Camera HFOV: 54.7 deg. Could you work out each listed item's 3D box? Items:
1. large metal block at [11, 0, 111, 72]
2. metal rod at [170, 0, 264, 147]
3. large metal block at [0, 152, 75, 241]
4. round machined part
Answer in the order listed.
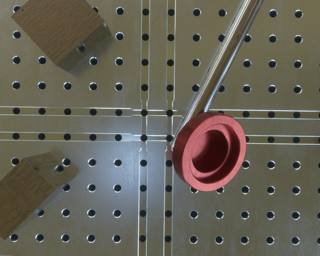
[{"bbox_3d":[-0.124,-0.132,0.400,0.080,0.050,0.080,-43,90,0],"label":"large metal block"},{"bbox_3d":[0.092,-0.105,0.413,0.025,0.025,0.299,27,90,0],"label":"metal rod"},{"bbox_3d":[-0.163,0.079,0.385,0.050,0.080,0.080,45,90,0],"label":"large metal block"},{"bbox_3d":[0.057,0.027,0.391,0.099,0.042,0.097,-9,109,-28],"label":"round machined part"}]
